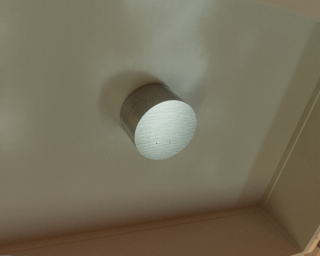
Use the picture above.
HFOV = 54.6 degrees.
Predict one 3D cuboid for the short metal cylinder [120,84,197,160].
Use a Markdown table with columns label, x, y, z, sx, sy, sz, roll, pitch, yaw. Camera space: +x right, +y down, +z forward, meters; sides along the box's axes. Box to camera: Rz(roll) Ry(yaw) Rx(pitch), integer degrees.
| label | x | y | z | sx | sy | sz | roll | pitch | yaw |
| --- | --- | --- | --- | --- | --- | --- | --- | --- | --- |
| short metal cylinder | -0.003 | -0.008 | 0.383 | 0.081 | 0.050 | 0.080 | -14 | 124 | -21 |
